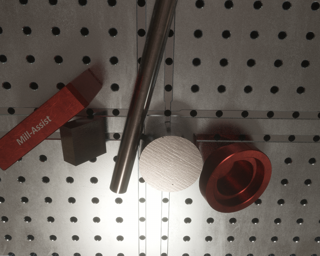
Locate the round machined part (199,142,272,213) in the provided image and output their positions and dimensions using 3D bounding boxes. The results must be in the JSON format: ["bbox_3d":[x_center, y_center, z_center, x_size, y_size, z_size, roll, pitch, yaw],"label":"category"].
[{"bbox_3d":[0.096,0.062,0.418,0.099,0.042,0.097,-9,117,-18],"label":"round machined part"}]

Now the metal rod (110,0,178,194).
[{"bbox_3d":[-0.021,-0.048,0.395,0.025,0.025,0.298,14,109,-6],"label":"metal rod"}]

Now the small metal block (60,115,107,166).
[{"bbox_3d":[-0.099,0.015,0.402,0.025,0.050,0.050,15,116,37],"label":"small metal block"}]

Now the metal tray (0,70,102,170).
[{"bbox_3d":[-0.135,-0.013,0.372,0.130,0.090,0.030,-36,106,12],"label":"metal tray"}]

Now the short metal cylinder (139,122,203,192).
[{"bbox_3d":[0.014,0.038,0.414,0.081,0.050,0.079,0,110,-1],"label":"short metal cylinder"}]
